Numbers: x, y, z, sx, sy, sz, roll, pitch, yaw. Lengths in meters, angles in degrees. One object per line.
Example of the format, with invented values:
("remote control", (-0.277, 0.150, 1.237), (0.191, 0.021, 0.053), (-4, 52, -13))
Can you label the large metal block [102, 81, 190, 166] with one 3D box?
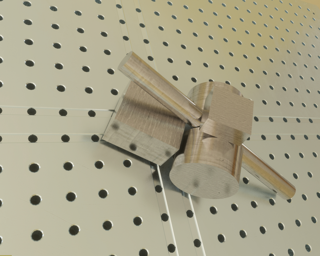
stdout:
("large metal block", (-0.014, -0.012, 0.384), (0.080, 0.050, 0.080), (26, 53, -12))

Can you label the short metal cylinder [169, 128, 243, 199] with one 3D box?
("short metal cylinder", (0.056, 0.044, 0.372), (0.080, 0.080, 0.050), (27, 53, -12))

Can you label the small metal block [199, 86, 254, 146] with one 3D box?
("small metal block", (0.076, -0.014, 0.352), (0.050, 0.025, 0.050), (21, 54, -6))

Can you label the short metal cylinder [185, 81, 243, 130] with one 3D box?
("short metal cylinder", (0.072, -0.016, 0.418), (0.080, 0.080, 0.050), (25, 53, -13))

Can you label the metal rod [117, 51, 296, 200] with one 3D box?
("metal rod", (0.074, 0.010, 0.387), (0.301, 0.025, 0.025), (36, 50, -24))
